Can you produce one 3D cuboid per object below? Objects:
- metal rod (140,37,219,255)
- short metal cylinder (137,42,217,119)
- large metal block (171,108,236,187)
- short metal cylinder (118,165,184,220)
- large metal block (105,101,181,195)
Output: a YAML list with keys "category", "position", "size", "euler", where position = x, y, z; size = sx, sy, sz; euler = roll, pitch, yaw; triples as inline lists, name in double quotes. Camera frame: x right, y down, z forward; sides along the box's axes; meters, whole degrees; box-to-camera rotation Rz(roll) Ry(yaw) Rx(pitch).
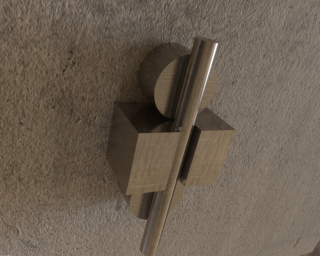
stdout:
- category: "metal rod"
  position: [0.016, 0.041, 0.377]
  size: [0.025, 0.025, 0.298]
  euler: [-1, 119, -28]
- category: "short metal cylinder"
  position: [0.020, -0.056, 0.368]
  size: [0.081, 0.050, 0.079]
  euler: [-14, 124, -21]
- category: "large metal block"
  position: [0.044, 0.019, 0.408]
  size: [0.050, 0.080, 0.079]
  euler: [-1, 119, -28]
- category: "short metal cylinder"
  position: [-0.013, 0.081, 0.436]
  size: [0.081, 0.050, 0.079]
  euler: [-14, 124, -21]
- category: "large metal block"
  position: [-0.024, 0.021, 0.372]
  size: [0.050, 0.080, 0.079]
  euler: [-1, 119, -28]
